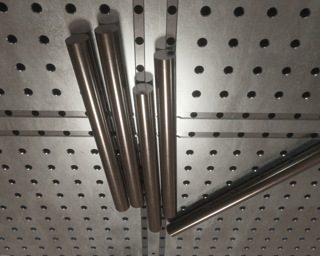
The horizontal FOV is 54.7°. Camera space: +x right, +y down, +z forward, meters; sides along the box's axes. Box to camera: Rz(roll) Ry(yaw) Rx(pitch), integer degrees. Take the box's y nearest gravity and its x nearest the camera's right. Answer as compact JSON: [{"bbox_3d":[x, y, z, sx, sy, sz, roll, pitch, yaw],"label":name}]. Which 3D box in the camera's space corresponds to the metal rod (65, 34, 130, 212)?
[{"bbox_3d":[-0.076,0.018,0.425,0.025,0.025,0.298,-4,130,3],"label":"metal rod"}]

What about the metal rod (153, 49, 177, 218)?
[{"bbox_3d":[0.011,0.032,0.439,0.025,0.025,0.298,-2,130,1],"label":"metal rod"}]

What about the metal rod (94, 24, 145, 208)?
[{"bbox_3d":[-0.047,0.010,0.419,0.025,0.025,0.298,-3,130,2],"label":"metal rod"}]

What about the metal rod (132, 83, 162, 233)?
[{"bbox_3d":[-0.014,0.066,0.467,0.025,0.025,0.298,-2,130,1],"label":"metal rod"}]

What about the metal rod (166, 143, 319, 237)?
[{"bbox_3d":[0.129,0.110,0.507,0.299,0.025,0.025,-36,122,26],"label":"metal rod"}]
